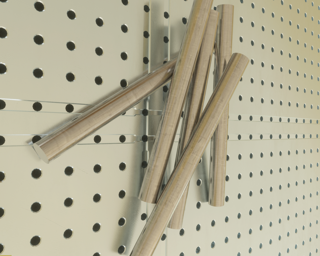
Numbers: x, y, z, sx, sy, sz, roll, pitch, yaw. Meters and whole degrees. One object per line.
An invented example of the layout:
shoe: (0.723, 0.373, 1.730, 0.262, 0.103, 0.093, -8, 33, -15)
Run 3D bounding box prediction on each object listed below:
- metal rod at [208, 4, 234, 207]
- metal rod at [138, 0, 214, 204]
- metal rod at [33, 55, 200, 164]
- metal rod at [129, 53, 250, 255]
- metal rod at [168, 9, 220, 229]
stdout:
metal rod: (0.091, -0.029, 0.468, 0.025, 0.025, 0.298, -5, 99, -40)
metal rod: (0.024, -0.050, 0.402, 0.025, 0.025, 0.298, 17, 88, -39)
metal rod: (-0.020, -0.051, 0.393, 0.302, 0.025, 0.025, -38, 114, -34)
metal rod: (0.041, 0.036, 0.400, 0.025, 0.025, 0.299, 34, 80, -35)
metal rod: (0.044, -0.012, 0.426, 0.025, 0.025, 0.298, 10, 90, -40)
